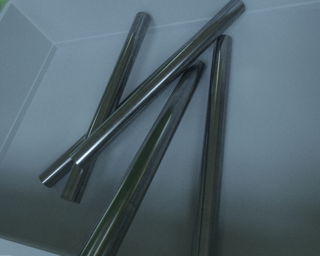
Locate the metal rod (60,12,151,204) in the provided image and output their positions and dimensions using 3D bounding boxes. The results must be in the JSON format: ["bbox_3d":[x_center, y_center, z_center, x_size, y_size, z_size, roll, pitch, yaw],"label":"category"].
[{"bbox_3d":[-0.068,-0.043,0.434,0.025,0.025,0.300,4,64,30],"label":"metal rod"}]

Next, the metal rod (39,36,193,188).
[{"bbox_3d":[-0.054,-0.024,0.448,0.300,0.025,0.025,-42,51,-1],"label":"metal rod"}]

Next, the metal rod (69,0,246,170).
[{"bbox_3d":[0.004,-0.064,0.398,0.301,0.025,0.025,-45,51,-11],"label":"metal rod"}]

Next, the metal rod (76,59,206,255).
[{"bbox_3d":[0.002,0.006,0.324,0.025,0.025,0.301,-3,36,27],"label":"metal rod"}]

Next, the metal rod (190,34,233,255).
[{"bbox_3d":[0.064,0.009,0.366,0.025,0.025,0.300,-4,60,26],"label":"metal rod"}]
